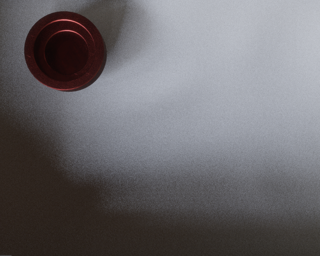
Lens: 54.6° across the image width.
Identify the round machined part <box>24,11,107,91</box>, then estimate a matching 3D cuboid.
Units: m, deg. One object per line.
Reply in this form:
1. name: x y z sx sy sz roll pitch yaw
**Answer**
1. round machined part: -0.118 -0.095 0.402 0.099 0.042 0.097 0 90 0
